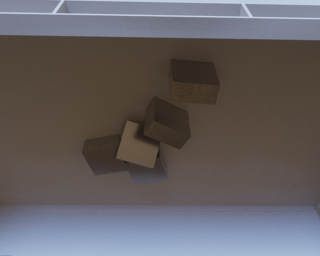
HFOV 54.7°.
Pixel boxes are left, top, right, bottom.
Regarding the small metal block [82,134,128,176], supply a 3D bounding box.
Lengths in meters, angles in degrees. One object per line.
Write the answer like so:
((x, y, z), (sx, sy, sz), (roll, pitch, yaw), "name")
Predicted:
((-0.076, 0.039, 0.441), (0.050, 0.025, 0.050), (-10, 130, 8), "small metal block")

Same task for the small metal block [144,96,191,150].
((0.009, -0.007, 0.387), (0.050, 0.050, 0.025), (23, 126, -19), "small metal block")

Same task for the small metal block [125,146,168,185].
((-0.019, 0.055, 0.456), (0.050, 0.025, 0.050), (-11, 130, 8), "small metal block")

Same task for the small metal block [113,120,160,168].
((-0.029, 0.022, 0.409), (0.050, 0.050, 0.025), (18, 170, -15), "small metal block")

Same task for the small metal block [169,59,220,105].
((0.037, -0.053, 0.348), (0.050, 0.050, 0.025), (4, 130, -4), "small metal block")
